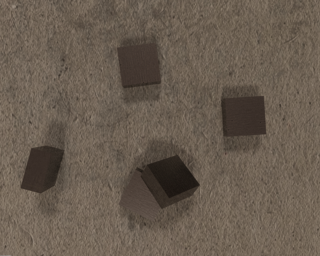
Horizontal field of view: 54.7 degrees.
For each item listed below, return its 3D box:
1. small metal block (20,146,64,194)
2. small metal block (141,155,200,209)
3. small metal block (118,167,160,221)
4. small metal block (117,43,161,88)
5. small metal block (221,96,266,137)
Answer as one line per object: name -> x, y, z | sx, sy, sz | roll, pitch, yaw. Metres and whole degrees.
small metal block -> -0.148, 0.051, 0.396 | 0.025, 0.050, 0.050 | 15, 90, 0
small metal block -> 0.013, 0.066, 0.388 | 0.050, 0.025, 0.050 | -14, 55, -37
small metal block -> -0.020, 0.087, 0.410 | 0.050, 0.025, 0.050 | 26, 90, -1
small metal block -> -0.027, -0.082, 0.410 | 0.050, 0.025, 0.050 | -8, 90, -1
small metal block -> 0.111, -0.015, 0.411 | 0.050, 0.025, 0.050 | -4, 90, -1
